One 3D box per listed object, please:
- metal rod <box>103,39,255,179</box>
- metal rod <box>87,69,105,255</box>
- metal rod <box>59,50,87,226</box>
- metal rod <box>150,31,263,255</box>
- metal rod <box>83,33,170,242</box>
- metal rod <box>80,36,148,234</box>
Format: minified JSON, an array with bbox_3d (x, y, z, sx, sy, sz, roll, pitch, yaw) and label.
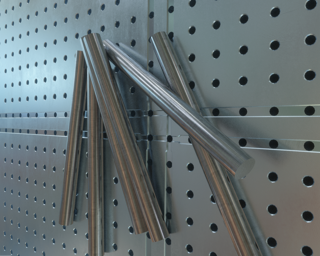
[{"bbox_3d":[-0.002,-0.044,0.383,0.300,0.025,0.025,45,118,40],"label":"metal rod"},{"bbox_3d":[-0.103,0.053,0.495,0.025,0.025,0.298,-1,89,40],"label":"metal rod"},{"bbox_3d":[-0.146,0.020,0.531,0.025,0.025,0.298,13,98,39],"label":"metal rod"},{"bbox_3d":[0.050,0.014,0.369,0.025,0.025,0.299,-33,70,35],"label":"metal rod"},{"bbox_3d":[-0.049,0.007,0.431,0.025,0.025,0.299,-26,80,37],"label":"metal rod"},{"bbox_3d":[-0.067,0.003,0.454,0.025,0.025,0.299,-25,78,37],"label":"metal rod"}]
